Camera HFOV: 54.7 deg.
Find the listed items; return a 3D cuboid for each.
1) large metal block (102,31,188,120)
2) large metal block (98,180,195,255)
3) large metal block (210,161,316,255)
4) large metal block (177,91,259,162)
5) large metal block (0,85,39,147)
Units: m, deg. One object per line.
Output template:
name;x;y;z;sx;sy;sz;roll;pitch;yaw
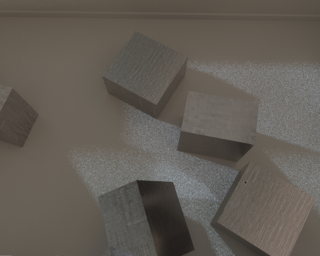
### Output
large metal block;-0.019;-0.071;0.422;0.080;0.050;0.080;29;73;10
large metal block;-0.013;0.104;0.334;0.050;0.080;0.080;-27;68;22
large metal block;0.117;0.098;0.361;0.080;0.050;0.080;31;73;10
large metal block;0.067;0.001;0.380;0.080;0.080;0.050;11;71;4
large metal block;-0.214;-0.021;0.386;0.080;0.080;0.050;16;71;5
